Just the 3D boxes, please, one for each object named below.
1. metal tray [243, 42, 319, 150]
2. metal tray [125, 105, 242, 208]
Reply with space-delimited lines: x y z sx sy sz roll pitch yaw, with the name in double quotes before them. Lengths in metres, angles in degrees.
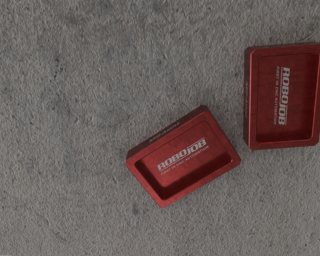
"metal tray" 0.155 -0.039 0.393 0.091 0.030 0.129 -4 110 1
"metal tray" 0.031 0.040 0.422 0.130 0.030 0.090 -32 107 11
